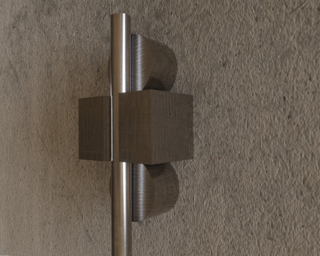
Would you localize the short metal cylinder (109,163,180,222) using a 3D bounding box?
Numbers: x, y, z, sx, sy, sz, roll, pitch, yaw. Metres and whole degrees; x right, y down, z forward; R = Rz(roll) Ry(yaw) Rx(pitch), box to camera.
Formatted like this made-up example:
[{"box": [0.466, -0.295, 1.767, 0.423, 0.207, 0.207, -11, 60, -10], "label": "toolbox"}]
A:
[{"box": [-0.021, 0.078, 0.408, 0.080, 0.050, 0.080, 0, 89, 40], "label": "short metal cylinder"}]

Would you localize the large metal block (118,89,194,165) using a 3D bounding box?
[{"box": [-0.003, -0.001, 0.373, 0.050, 0.081, 0.080, -1, 89, 40], "label": "large metal block"}]

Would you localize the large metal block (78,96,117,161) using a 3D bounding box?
[{"box": [-0.062, 0.001, 0.421, 0.050, 0.081, 0.080, -1, 89, 40], "label": "large metal block"}]

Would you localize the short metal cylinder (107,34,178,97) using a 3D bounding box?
[{"box": [-0.024, -0.078, 0.409, 0.080, 0.050, 0.080, 0, 89, 40], "label": "short metal cylinder"}]

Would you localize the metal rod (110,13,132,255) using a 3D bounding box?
[{"box": [-0.048, 0.012, 0.380, 0.025, 0.025, 0.298, -1, 89, 40], "label": "metal rod"}]
